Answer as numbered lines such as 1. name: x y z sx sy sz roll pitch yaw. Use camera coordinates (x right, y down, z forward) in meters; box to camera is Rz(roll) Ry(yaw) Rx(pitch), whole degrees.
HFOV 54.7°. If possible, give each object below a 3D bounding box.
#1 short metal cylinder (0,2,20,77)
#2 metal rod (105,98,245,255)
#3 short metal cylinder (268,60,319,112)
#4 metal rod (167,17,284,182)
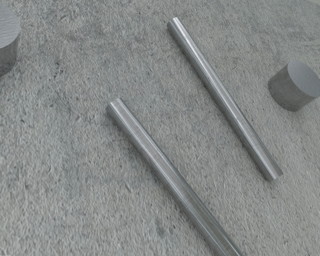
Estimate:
1. short metal cylinder: -0.200 -0.100 0.341 0.081 0.050 0.080 14 56 -21
2. metal rod: 0.034 0.086 0.368 0.025 0.025 0.300 -32 80 -38
3. short metal cylinder: 0.247 -0.077 0.568 0.081 0.050 0.080 14 56 -21
4. metal rod: 0.095 -0.053 0.487 0.025 0.025 0.299 -20 72 -36
